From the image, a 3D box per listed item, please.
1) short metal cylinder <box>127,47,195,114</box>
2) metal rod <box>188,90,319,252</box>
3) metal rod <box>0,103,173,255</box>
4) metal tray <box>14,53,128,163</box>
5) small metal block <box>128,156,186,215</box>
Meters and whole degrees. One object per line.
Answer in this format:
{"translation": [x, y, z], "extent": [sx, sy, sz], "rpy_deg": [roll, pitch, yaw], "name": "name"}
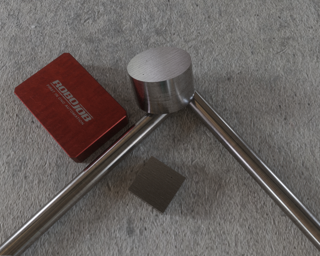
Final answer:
{"translation": [0.003, -0.063, 0.401], "extent": [0.080, 0.050, 0.080], "rpy_deg": [-6, 43, 6], "name": "short metal cylinder"}
{"translation": [0.136, 0.067, 0.384], "extent": [0.025, 0.025, 0.300], "rpy_deg": [-37, 74, -12], "name": "metal rod"}
{"translation": [-0.095, 0.069, 0.382], "extent": [0.301, 0.025, 0.025], "rpy_deg": [-43, 76, -14], "name": "metal rod"}
{"translation": [-0.117, -0.029, 0.415], "extent": [0.090, 0.030, 0.130], "rpy_deg": [-41, 75, -14], "name": "metal tray"}
{"translation": [-0.003, 0.071, 0.382], "extent": [0.050, 0.025, 0.050], "rpy_deg": [32, 73, 11], "name": "small metal block"}
